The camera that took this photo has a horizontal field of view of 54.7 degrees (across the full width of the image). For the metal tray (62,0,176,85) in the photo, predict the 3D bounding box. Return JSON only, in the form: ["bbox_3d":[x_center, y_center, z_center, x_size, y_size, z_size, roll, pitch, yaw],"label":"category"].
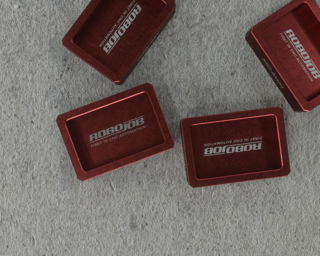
[{"bbox_3d":[-0.052,-0.134,0.406,0.090,0.030,0.130,36,90,0],"label":"metal tray"}]

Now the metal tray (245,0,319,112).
[{"bbox_3d":[0.187,-0.097,0.408,0.090,0.030,0.130,-34,90,0],"label":"metal tray"}]

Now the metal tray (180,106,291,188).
[{"bbox_3d":[0.097,0.024,0.408,0.131,0.030,0.089,-7,90,0],"label":"metal tray"}]

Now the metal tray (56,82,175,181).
[{"bbox_3d":[-0.057,0.005,0.406,0.131,0.030,0.090,-20,90,0],"label":"metal tray"}]
